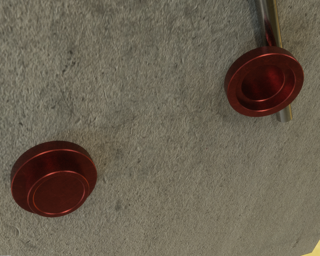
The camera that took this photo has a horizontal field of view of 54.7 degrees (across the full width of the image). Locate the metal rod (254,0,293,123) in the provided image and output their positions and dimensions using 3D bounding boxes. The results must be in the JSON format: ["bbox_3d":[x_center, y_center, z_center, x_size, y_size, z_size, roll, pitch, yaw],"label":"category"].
[{"bbox_3d":[0.149,-0.120,0.413,0.025,0.025,0.299,-33,129,-7],"label":"metal rod"}]

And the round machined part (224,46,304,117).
[{"bbox_3d":[0.134,-0.065,0.415,0.099,0.042,0.097,-2,131,-3],"label":"round machined part"}]

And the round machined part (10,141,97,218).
[{"bbox_3d":[-0.123,0.067,0.370,0.099,0.042,0.097,-14,124,-21],"label":"round machined part"}]
